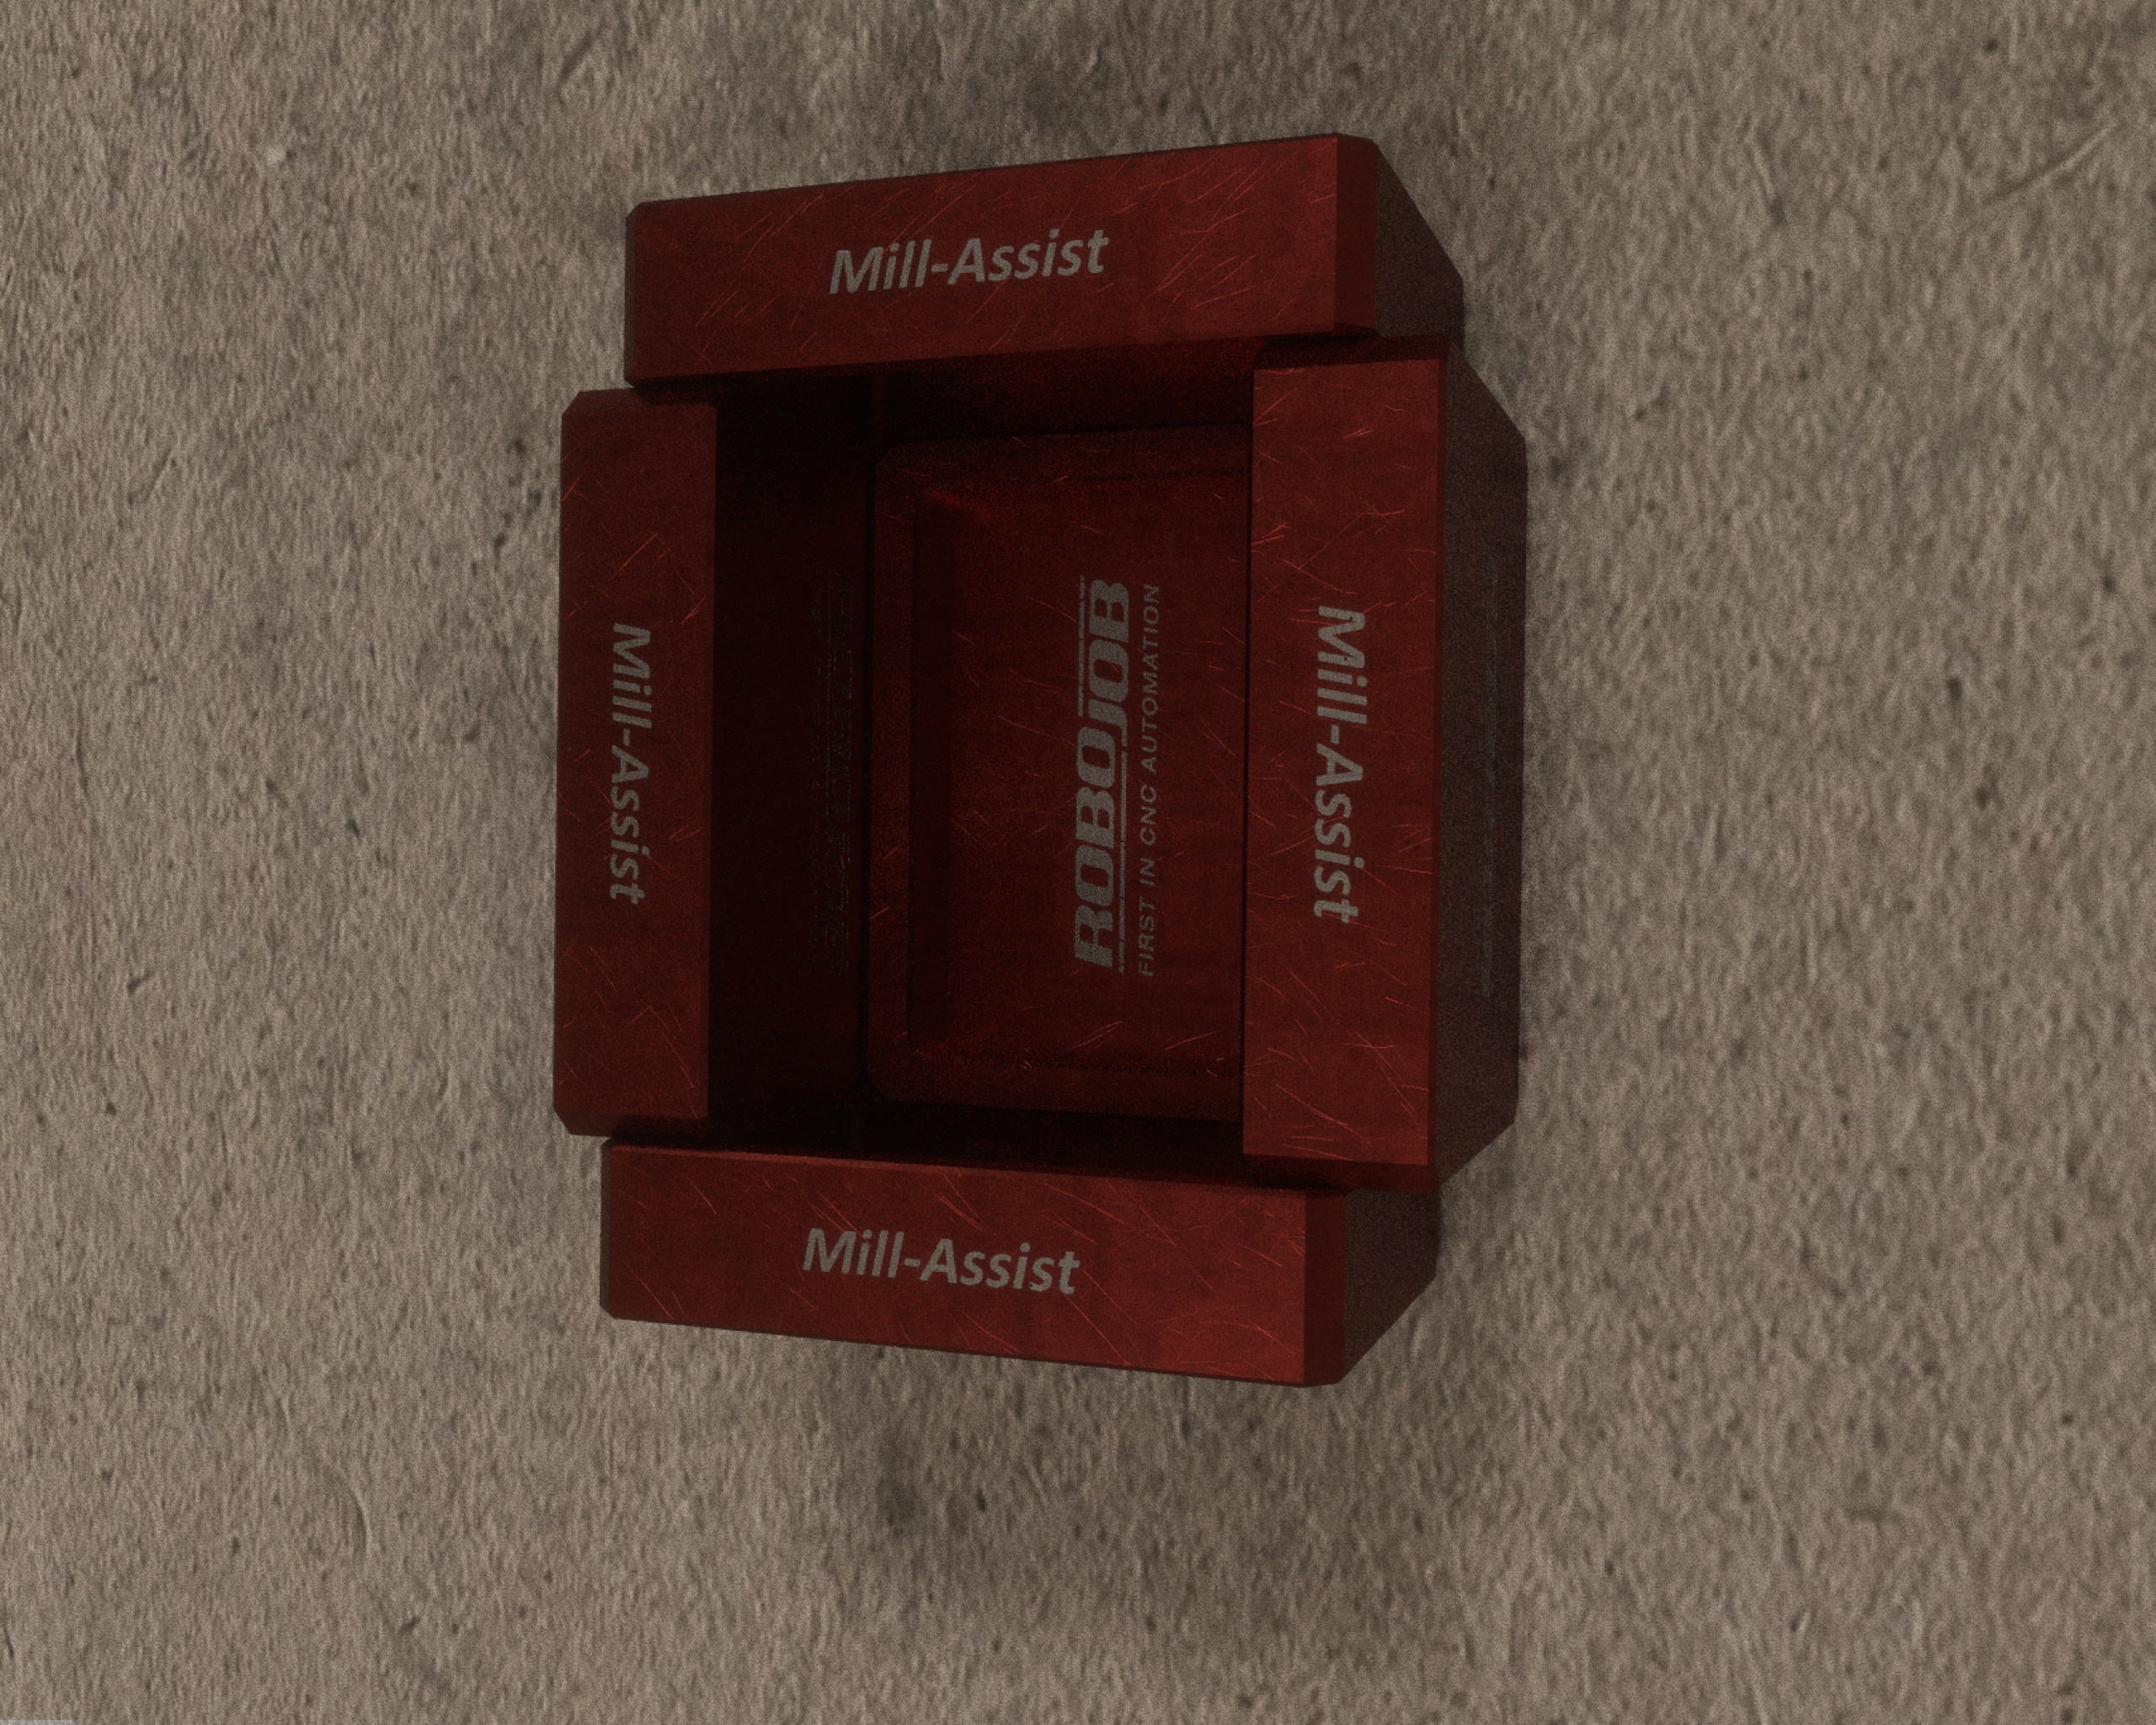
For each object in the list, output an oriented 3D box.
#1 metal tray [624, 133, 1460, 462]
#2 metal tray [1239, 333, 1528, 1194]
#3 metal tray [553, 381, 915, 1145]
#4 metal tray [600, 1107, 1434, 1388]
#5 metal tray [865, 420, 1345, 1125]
[{"bbox_3d":[-0.003,-0.096,0.375,0.130,0.090,0.030,1,91,19],"label":"metal tray"},{"bbox_3d":[0.055,-0.015,0.355,0.030,0.090,0.129,1,90,20],"label":"metal tray"},{"bbox_3d":[-0.060,-0.017,0.395,0.030,0.090,0.129,1,90,20],"label":"metal tray"},{"bbox_3d":[-0.007,0.063,0.377,0.130,0.090,0.030,1,91,19],"label":"metal tray"},{"bbox_3d":[0.007,-0.017,0.404,0.090,0.030,0.129,1,90,19],"label":"metal tray"}]
